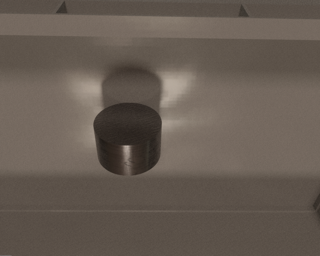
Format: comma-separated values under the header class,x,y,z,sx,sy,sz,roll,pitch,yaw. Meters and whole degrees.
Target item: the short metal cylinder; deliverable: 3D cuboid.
class,x,y,z,sx,sy,sz,roll,pitch,yaw
short metal cylinder,-0.039,0.012,0.383,0.081,0.080,0.050,1,130,-2
